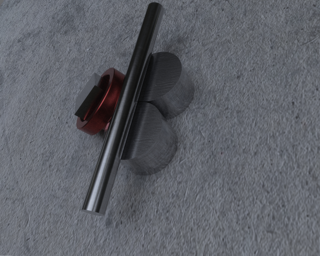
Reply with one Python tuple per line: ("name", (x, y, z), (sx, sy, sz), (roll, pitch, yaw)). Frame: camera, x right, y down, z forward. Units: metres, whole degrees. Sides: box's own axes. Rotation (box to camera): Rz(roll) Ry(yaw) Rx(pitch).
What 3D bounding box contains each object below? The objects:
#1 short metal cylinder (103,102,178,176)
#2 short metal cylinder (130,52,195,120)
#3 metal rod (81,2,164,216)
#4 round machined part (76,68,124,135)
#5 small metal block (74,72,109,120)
("short metal cylinder", (-0.024, 0.014, 0.393), (0.080, 0.050, 0.080), (-13, 55, 20))
("short metal cylinder", (0.001, -0.057, 0.424), (0.080, 0.050, 0.080), (-13, 56, 21))
("metal rod", (-0.038, -0.043, 0.388), (0.025, 0.025, 0.300), (-1, 61, 28))
("round machined part", (-0.074, -0.032, 0.437), (0.098, 0.042, 0.098), (-42, 31, 33))
("small metal block", (-0.093, -0.042, 0.428), (0.050, 0.025, 0.050), (-51, 27, 16))
